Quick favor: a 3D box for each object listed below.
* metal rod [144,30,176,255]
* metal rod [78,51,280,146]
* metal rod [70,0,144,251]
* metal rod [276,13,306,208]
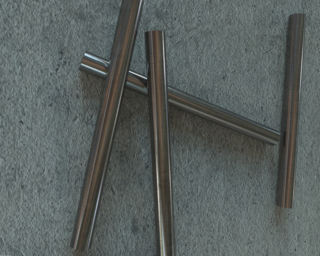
[{"bbox_3d":[0.001,0.033,0.391,0.025,0.025,0.298,-6,99,-20],"label":"metal rod"},{"bbox_3d":[0.040,-0.033,0.423,0.302,0.025,0.025,20,84,-19],"label":"metal rod"},{"bbox_3d":[-0.063,-0.003,0.366,0.025,0.025,0.298,12,93,-20],"label":"metal rod"},{"bbox_3d":[0.205,-0.027,0.484,0.025,0.025,0.298,5,88,-20],"label":"metal rod"}]
